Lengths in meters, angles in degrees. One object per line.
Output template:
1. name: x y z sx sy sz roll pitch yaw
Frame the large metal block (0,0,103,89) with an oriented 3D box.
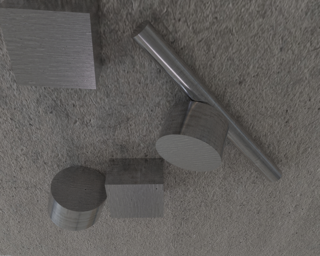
1. large metal block: -0.104 -0.088 0.315 0.081 0.050 0.079 2 130 -3

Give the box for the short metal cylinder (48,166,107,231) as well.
1. short metal cylinder: -0.121 0.103 0.457 0.081 0.080 0.050 14 129 -12

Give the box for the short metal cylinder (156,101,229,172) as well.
1. short metal cylinder: 0.041 0.012 0.383 0.080 0.050 0.080 14 147 10

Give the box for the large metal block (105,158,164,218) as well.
1. large metal block: -0.035 0.091 0.468 0.080 0.050 0.079 -1 130 0

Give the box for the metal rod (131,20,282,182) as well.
1. metal rod: 0.076 -0.015 0.394 0.025 0.025 0.300 -33 123 24
